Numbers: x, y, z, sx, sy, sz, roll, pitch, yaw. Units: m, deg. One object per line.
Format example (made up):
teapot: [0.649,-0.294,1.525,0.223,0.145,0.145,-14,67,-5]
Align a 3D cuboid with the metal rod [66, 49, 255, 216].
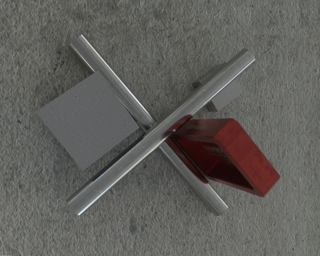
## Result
metal rod: [0.012,-0.005,0.389,0.301,0.025,0.025,-41,103,-16]

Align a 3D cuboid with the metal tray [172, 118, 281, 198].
metal tray: [0.073,0.032,0.382,0.030,0.130,0.090,-44,104,-14]

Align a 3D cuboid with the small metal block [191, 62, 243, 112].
small metal block: [0.082,-0.058,0.442,0.050,0.025,0.050,-37,102,-16]

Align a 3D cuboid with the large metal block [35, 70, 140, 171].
large metal block: [-0.085,-0.009,0.365,0.080,0.050,0.080,-39,103,-16]

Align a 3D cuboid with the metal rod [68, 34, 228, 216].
metal rod: [-0.007,0.006,0.409,0.025,0.025,0.300,-44,104,-15]
